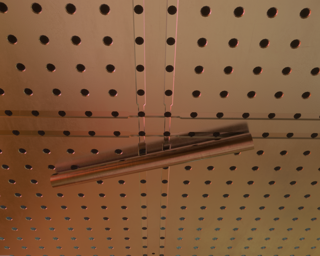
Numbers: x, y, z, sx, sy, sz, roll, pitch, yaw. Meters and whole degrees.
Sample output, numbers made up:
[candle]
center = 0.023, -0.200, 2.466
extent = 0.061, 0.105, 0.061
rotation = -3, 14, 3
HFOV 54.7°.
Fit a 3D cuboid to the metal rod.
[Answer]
[metal rod]
center = -0.018, 0.050, 0.453
extent = 0.301, 0.025, 0.025
rotation = -13, 129, 10
